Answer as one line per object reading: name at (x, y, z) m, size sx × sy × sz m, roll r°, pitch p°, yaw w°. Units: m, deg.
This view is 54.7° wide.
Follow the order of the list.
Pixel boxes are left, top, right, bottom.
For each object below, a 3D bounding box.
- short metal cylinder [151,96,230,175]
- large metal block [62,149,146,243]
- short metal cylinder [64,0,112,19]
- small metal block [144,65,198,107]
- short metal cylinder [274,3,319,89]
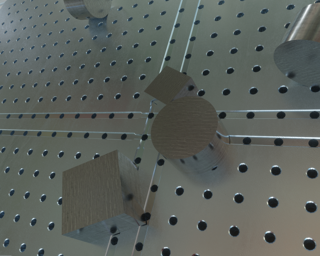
short metal cylinder at (0.036, 0.009, 0.367) m, size 0.080 × 0.050 × 0.080 m, roll -13°, pitch 57°, yaw 21°
large metal block at (-0.070, 0.084, 0.377) m, size 0.080 × 0.050 × 0.080 m, roll -23°, pitch 53°, yaw 14°
short metal cylinder at (-0.140, -0.254, 0.603) m, size 0.050 × 0.080 × 0.080 m, roll 7°, pitch 66°, yaw 31°
small metal block at (0.015, -0.054, 0.434) m, size 0.050 × 0.025 × 0.050 m, roll 34°, pitch 81°, yaw 38°
short metal cylinder at (0.173, -0.087, 0.335) m, size 0.080 × 0.080 × 0.050 m, roll 22°, pitch 74°, yaw 36°
